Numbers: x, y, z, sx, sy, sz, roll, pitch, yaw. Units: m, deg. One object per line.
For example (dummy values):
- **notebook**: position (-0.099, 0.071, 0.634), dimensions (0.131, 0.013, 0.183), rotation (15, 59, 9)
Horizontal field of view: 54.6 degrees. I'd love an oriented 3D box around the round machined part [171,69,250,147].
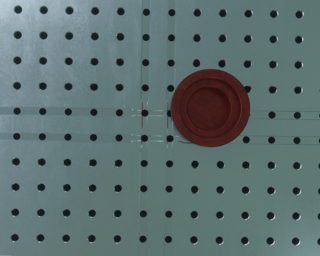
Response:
- **round machined part**: position (0.063, -0.025, 0.405), dimensions (0.099, 0.042, 0.097), rotation (0, 90, 0)
